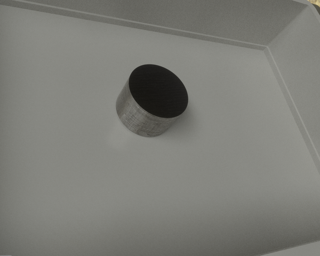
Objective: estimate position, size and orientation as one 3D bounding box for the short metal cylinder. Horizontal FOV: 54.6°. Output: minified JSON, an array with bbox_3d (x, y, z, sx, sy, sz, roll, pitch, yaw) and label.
[{"bbox_3d":[-0.011,-0.035,0.402,0.081,0.050,0.080,13,56,-21],"label":"short metal cylinder"}]
